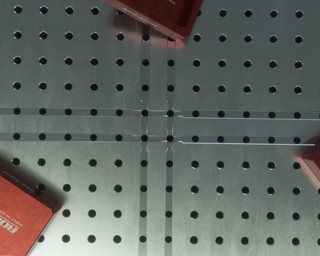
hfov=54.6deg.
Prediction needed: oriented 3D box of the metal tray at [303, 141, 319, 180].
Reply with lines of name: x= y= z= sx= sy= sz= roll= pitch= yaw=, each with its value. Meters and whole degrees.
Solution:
metal tray: x=0.269 y=0.062 z=0.412 sx=0.090 sy=0.030 sz=0.130 roll=-37 pitch=90 yaw=0

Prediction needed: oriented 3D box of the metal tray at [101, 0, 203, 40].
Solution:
metal tray: x=-0.008 y=-0.178 z=0.382 sx=0.131 sy=0.030 sz=0.090 roll=20 pitch=90 yaw=-28

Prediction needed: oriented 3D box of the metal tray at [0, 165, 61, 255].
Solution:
metal tray: x=-0.212 y=0.108 z=0.410 sx=0.130 sy=0.030 sz=0.090 roll=34 pitch=90 yaw=0
